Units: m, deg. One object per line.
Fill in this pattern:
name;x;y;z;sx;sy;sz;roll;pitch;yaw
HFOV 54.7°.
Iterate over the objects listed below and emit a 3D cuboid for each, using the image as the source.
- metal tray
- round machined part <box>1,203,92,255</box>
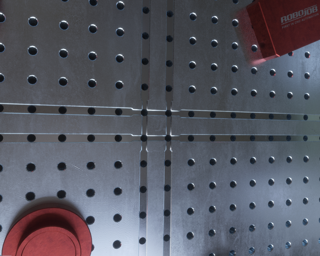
metal tray;0.209;-0.170;0.486;0.131;0.030;0.090;-24;98;-19
round machined part;-0.128;0.140;0.357;0.099;0.042;0.097;0;90;-20
